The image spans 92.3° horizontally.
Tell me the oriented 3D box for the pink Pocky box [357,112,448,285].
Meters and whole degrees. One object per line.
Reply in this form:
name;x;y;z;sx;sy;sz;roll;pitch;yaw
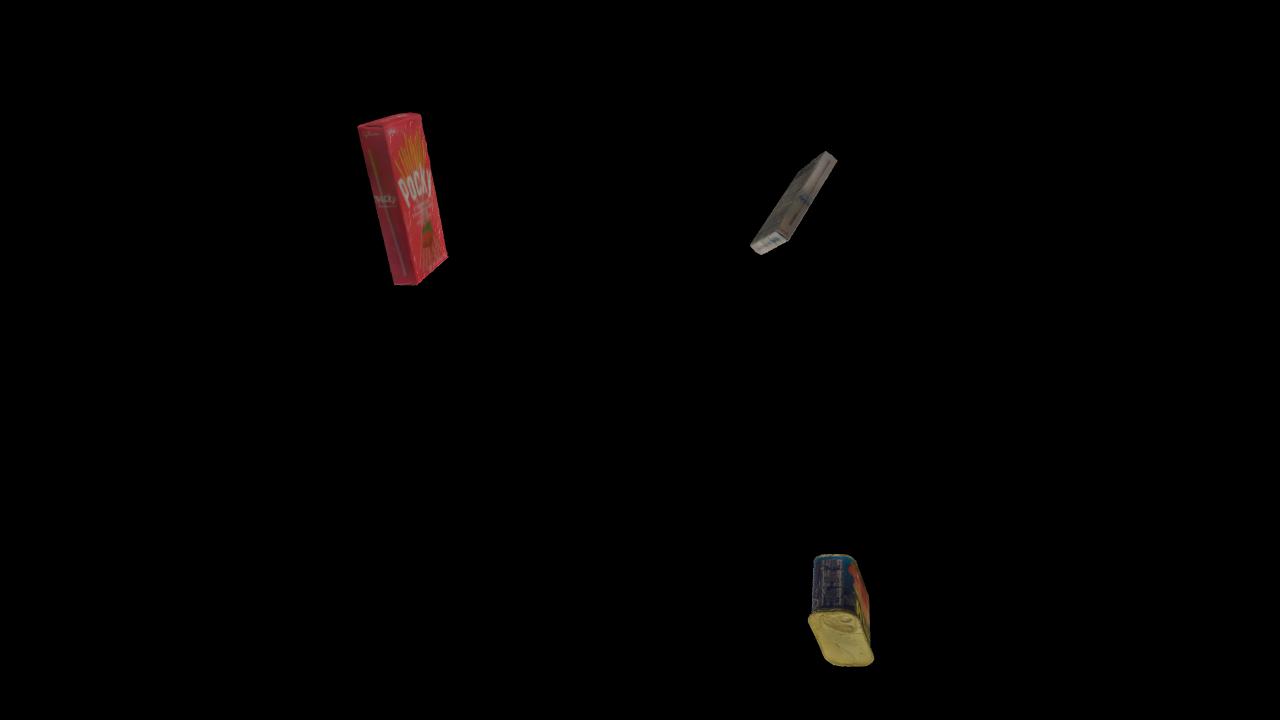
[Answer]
pink Pocky box;-0.233;-0.161;0.618;0.029;0.155;0.084;1;29;6

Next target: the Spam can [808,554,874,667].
Spam can;0.240;0.296;0.734;0.058;0.101;0.085;-12;29;25

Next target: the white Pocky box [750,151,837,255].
white Pocky box;0.226;-0.230;0.908;0.028;0.154;0.084;36;-14;-10
